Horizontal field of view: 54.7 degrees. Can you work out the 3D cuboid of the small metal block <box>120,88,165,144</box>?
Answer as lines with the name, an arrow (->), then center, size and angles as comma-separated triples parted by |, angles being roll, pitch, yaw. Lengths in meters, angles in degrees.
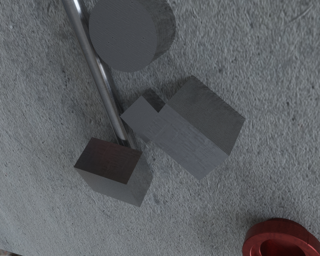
small metal block -> -0.015, -0.015, 0.404 | 0.050, 0.025, 0.050 | 47, 129, -5

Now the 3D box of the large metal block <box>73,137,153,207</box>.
large metal block -> -0.063, 0.064, 0.443 | 0.080, 0.050, 0.080 | 14, 149, 20

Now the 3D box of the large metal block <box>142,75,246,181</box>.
large metal block -> 0.041, -0.003, 0.347 | 0.080, 0.080, 0.050 | 40, 129, 0

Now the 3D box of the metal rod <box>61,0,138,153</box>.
metal rod -> -0.087, -0.100, 0.388 | 0.025, 0.025, 0.298 | -4, 117, 30

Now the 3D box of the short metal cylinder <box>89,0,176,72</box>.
short metal cylinder -> -0.029, -0.107, 0.338 | 0.080, 0.050, 0.079 | 13, 124, 20

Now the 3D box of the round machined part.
round machined part -> 0.162, 0.158, 0.408 | 0.098, 0.042, 0.097 | 13, 124, 20
